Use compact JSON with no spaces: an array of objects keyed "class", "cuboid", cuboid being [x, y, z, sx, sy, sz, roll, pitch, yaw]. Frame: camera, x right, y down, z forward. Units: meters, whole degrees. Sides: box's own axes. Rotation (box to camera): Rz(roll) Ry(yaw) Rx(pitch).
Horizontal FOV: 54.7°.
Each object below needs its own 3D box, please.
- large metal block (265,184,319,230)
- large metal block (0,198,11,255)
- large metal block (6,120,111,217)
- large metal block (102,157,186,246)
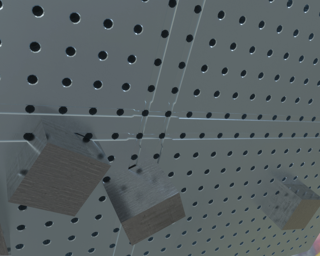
[{"class":"large metal block","cuboid":[0.286,0.168,0.659,0.081,0.050,0.079,10,114,-33]},{"class":"large metal block","cuboid":[-0.221,0.126,0.353,0.081,0.050,0.079,-10,123,-24]},{"class":"large metal block","cuboid":[-0.119,0.049,0.361,0.080,0.050,0.080,28,103,-38]},{"class":"large metal block","cuboid":[-0.023,0.098,0.425,0.081,0.080,0.050,-25,128,-13]}]
